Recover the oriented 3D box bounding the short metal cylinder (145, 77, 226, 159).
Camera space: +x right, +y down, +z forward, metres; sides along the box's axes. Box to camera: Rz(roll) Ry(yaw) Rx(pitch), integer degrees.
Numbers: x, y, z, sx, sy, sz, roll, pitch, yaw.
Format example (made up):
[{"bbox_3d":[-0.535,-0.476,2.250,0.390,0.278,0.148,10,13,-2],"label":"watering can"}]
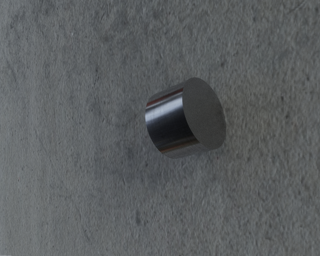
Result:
[{"bbox_3d":[0.030,-0.010,0.343,0.050,0.081,0.080,-20,78,38],"label":"short metal cylinder"}]
